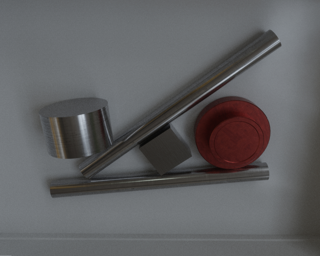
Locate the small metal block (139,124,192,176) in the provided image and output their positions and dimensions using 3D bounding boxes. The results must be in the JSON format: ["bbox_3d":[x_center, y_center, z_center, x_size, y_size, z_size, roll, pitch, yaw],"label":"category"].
[{"bbox_3d":[0.007,0.028,0.419,0.050,0.025,0.050,-34,107,11],"label":"small metal block"}]

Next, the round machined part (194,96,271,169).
[{"bbox_3d":[0.096,0.011,0.404,0.099,0.042,0.097,0,110,-1],"label":"round machined part"}]

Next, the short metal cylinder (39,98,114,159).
[{"bbox_3d":[-0.101,-0.002,0.379,0.081,0.080,0.050,-5,110,1],"label":"short metal cylinder"}]

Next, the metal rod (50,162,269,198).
[{"bbox_3d":[-0.001,0.074,0.437,0.302,0.025,0.025,-5,110,1],"label":"metal rod"}]

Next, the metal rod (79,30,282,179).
[{"bbox_3d":[0.017,-0.024,0.401,0.300,0.025,0.025,-35,107,11],"label":"metal rod"}]
